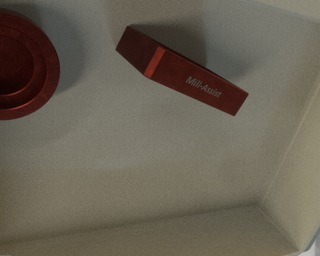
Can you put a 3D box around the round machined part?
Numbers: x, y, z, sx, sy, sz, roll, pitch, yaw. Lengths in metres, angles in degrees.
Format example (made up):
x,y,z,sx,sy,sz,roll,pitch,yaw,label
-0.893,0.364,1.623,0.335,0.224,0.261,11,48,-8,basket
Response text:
x,y,z,sx,sy,sz,roll,pitch,yaw,label
-0.146,-0.059,0.282,0.099,0.042,0.097,-14,125,-21,round machined part

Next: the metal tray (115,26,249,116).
x,y,z,sx,sy,sz,roll,pitch,yaw,label
0.025,-0.062,0.343,0.131,0.090,0.030,18,109,-36,metal tray

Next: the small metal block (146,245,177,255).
x,y,z,sx,sy,sz,roll,pitch,yaw,label
0.003,0.251,0.571,0.050,0.025,0.050,-15,125,-21,small metal block
